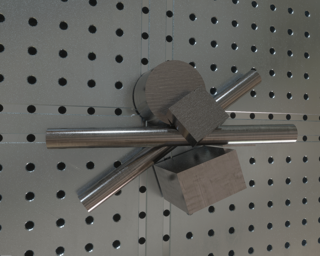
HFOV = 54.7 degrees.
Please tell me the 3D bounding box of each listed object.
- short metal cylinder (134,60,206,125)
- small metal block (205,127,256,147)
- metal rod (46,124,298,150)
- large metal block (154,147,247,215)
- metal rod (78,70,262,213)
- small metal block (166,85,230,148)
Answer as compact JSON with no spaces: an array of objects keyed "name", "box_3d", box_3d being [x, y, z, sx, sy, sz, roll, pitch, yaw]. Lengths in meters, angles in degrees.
[{"name":"short metal cylinder","box_3d":[0.012,-0.043,0.400,0.081,0.050,0.079,0,89,-20]},{"name":"small metal block","box_3d":[0.097,0.012,0.432,0.050,0.050,0.025,0,90,-19]},{"name":"metal rod","box_3d":[0.020,0.010,0.379,0.302,0.025,0.025,-1,91,-7]},{"name":"large metal block","box_3d":[0.048,0.061,0.397,0.081,0.080,0.050,-19,97,-19]},{"name":"metal rod","box_3d":[0.025,0.009,0.419,0.301,0.025,0.025,-36,102,-17]},{"name":"small metal block","box_3d":[0.043,-0.014,0.363,0.050,0.025,0.050,-37,79,-16]}]
